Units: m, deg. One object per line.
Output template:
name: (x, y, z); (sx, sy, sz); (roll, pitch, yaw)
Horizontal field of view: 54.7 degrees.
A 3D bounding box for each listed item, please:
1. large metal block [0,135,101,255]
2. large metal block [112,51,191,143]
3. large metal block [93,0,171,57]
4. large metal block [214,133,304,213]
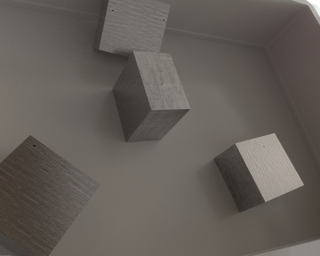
large metal block: (-0.117, 0.068, 0.285); (0.080, 0.050, 0.080); (37, 51, -4)
large metal block: (-0.015, -0.037, 0.384); (0.050, 0.080, 0.080); (-4, 64, -30)
large metal block: (-0.041, -0.138, 0.425); (0.081, 0.050, 0.079); (10, 100, -23)
large metal block: (0.134, 0.060, 0.425); (0.081, 0.050, 0.080); (-11, 67, -33)
